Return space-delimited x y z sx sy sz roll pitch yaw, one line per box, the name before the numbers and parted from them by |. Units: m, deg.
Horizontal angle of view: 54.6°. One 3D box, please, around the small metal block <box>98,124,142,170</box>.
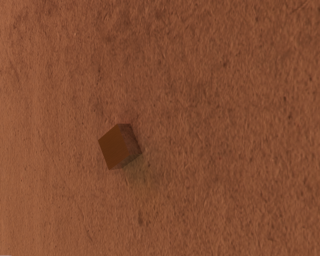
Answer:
small metal block | -0.059 0.028 0.455 0.050 0.025 0.050 -37 67 34
